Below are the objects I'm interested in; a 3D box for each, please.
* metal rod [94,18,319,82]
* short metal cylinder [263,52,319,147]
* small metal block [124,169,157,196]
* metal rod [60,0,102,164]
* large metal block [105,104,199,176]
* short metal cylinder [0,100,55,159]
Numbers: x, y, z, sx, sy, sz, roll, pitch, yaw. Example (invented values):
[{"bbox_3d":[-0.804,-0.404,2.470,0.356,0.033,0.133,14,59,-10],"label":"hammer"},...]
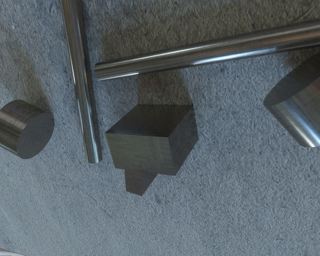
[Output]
[{"bbox_3d":[0.054,-0.080,0.328,0.300,0.025,0.025,-3,117,29],"label":"metal rod"},{"bbox_3d":[0.143,-0.028,0.279,0.050,0.080,0.080,47,129,-5],"label":"short metal cylinder"},{"bbox_3d":[-0.026,0.059,0.441,0.025,0.050,0.050,14,124,21],"label":"small metal block"},{"bbox_3d":[-0.105,-0.078,0.413,0.025,0.025,0.298,13,124,21],"label":"metal rod"},{"bbox_3d":[-0.007,0.010,0.381,0.080,0.080,0.050,3,120,26],"label":"large metal block"},{"bbox_3d":[-0.213,0.002,0.485,0.050,0.080,0.079,26,128,12],"label":"short metal cylinder"}]
